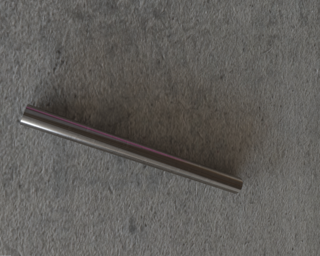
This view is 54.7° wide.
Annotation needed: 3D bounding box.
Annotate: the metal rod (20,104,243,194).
[{"bbox_3d":[-0.021,0.034,0.402,0.302,0.025,0.025,20,83,-19],"label":"metal rod"}]
